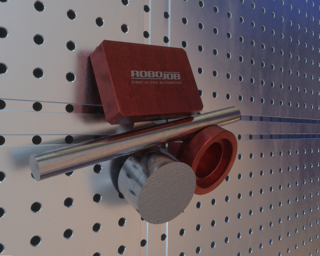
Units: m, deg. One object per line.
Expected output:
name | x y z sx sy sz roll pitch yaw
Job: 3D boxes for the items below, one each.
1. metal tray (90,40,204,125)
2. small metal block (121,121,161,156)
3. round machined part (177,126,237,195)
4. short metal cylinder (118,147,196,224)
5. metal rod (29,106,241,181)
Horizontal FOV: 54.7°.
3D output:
metal tray | -0.012 -0.055 0.379 0.131 0.030 0.090 -7 76 -41
small metal block | -0.025 0.015 0.401 0.050 0.025 0.050 23 76 -38
round machined part | 0.062 0.041 0.437 0.099 0.042 0.097 -23 127 -34
short metal cylinder | -0.003 0.068 0.377 0.081 0.050 0.079 -14 116 -30
metal rod | 0.000 0.008 0.377 0.302 0.025 0.025 -14 99 -39
